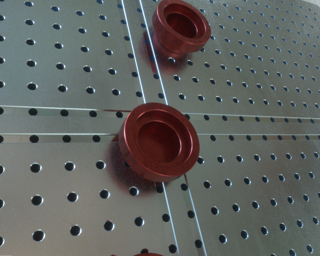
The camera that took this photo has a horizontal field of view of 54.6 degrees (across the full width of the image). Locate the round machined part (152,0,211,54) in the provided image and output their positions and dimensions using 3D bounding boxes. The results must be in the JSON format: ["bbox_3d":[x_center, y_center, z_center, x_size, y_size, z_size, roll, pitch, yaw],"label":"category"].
[{"bbox_3d":[0.032,-0.162,0.513,0.099,0.042,0.098,13,56,-21],"label":"round machined part"}]

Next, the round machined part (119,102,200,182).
[{"bbox_3d":[-0.004,0.020,0.382,0.099,0.042,0.098,13,56,-21],"label":"round machined part"}]

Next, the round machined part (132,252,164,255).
[{"bbox_3d":[-0.008,0.168,0.290,0.099,0.042,0.098,13,56,-21],"label":"round machined part"}]
